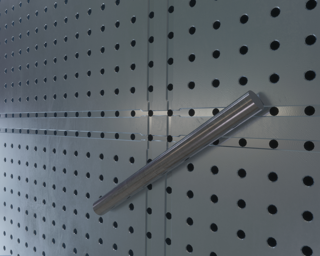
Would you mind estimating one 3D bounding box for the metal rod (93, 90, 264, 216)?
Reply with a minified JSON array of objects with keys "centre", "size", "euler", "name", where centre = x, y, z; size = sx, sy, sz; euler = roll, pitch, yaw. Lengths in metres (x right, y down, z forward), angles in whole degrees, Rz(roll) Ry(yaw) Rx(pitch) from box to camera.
[{"centre":[0.003,0.048,0.407],"size":[0.299,0.025,0.025],"euler":[-38,67,33],"name":"metal rod"}]
